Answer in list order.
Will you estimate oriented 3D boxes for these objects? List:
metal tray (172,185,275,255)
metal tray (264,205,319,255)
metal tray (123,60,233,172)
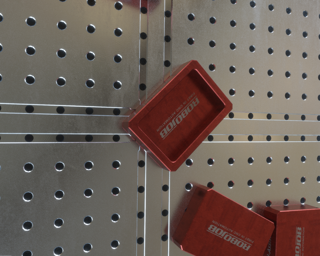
[{"bbox_3d":[0.094,0.151,0.447,0.131,0.030,0.090,31,80,-18],"label":"metal tray"},{"bbox_3d":[0.209,0.190,0.490,0.091,0.030,0.129,3,89,-21],"label":"metal tray"},{"bbox_3d":[0.027,-0.017,0.420,0.130,0.030,0.090,-46,105,-15],"label":"metal tray"}]
